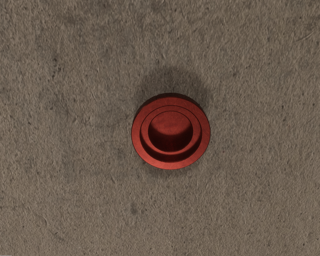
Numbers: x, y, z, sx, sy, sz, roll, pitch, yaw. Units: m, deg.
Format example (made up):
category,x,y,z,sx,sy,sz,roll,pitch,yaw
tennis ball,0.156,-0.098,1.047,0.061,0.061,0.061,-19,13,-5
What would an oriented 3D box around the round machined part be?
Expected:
category,x,y,z,sx,sy,sz,roll,pitch,yaw
round machined part,0.013,0.001,0.401,0.099,0.042,0.097,0,110,-1
